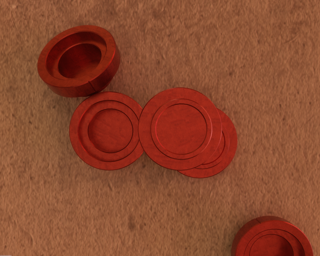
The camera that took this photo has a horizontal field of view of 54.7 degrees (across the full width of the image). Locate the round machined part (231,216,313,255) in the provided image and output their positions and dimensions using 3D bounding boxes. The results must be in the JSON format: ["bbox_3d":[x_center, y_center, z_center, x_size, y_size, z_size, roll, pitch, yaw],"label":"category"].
[{"bbox_3d":[0.141,0.163,0.404,0.099,0.042,0.097,0,90,-1],"label":"round machined part"}]

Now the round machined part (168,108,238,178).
[{"bbox_3d":[0.052,0.017,0.402,0.099,0.042,0.097,0,90,-1],"label":"round machined part"}]

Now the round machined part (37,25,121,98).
[{"bbox_3d":[-0.096,-0.078,0.386,0.098,0.042,0.098,-5,60,9],"label":"round machined part"}]

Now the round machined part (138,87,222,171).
[{"bbox_3d":[0.023,0.001,0.360,0.099,0.042,0.097,0,90,-1],"label":"round machined part"}]

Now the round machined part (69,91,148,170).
[{"bbox_3d":[-0.062,0.003,0.401,0.099,0.042,0.097,0,90,-1],"label":"round machined part"}]
